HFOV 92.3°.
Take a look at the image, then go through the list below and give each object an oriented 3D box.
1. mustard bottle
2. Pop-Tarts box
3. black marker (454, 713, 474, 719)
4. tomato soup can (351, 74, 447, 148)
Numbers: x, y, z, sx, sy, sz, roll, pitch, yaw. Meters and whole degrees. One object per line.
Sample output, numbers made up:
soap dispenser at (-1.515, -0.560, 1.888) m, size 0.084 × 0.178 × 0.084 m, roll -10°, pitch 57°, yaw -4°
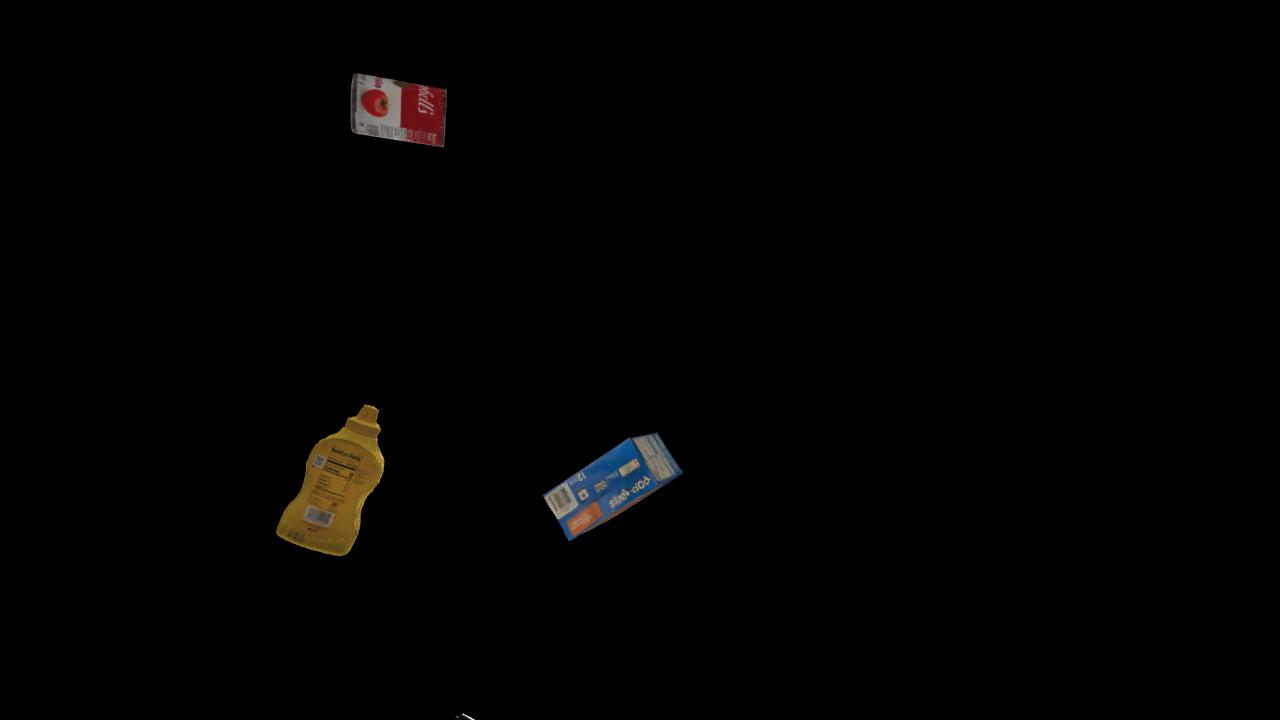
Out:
mustard bottle at (-0.374, 0.144, 0.774) m, size 0.092 × 0.184 × 0.054 m, roll 20°, pitch -8°, yaw 0°
Pop-Tarts box at (-0.038, 0.193, 0.955) m, size 0.167 × 0.083 × 0.141 m, roll -34°, pitch -13°, yaw 13°
black marker at (-0.150, 0.414, 0.668) m, size 0.121 × 0.020 × 0.020 m, roll 11°, pitch 3°, yaw 17°
tomato soup can at (-0.281, -0.291, 0.721) m, size 0.101 × 0.068 × 0.068 m, roll 2°, pitch -1°, yaw -20°
